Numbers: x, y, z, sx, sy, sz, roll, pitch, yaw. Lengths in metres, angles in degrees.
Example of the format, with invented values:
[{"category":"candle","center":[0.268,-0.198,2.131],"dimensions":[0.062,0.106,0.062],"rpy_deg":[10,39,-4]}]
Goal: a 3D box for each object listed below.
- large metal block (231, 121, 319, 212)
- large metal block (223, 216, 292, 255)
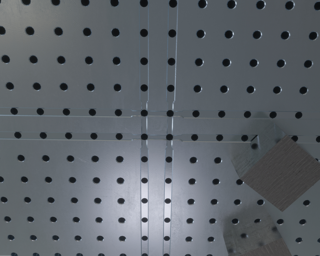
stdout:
[{"category":"large metal block","center":[0.159,0.052,0.420],"dimensions":[0.080,0.050,0.080],"rpy_deg":[38,106,-13]},{"category":"large metal block","center":[0.155,0.194,0.473],"dimensions":[0.080,0.050,0.080],"rpy_deg":[-28,108,10]}]
